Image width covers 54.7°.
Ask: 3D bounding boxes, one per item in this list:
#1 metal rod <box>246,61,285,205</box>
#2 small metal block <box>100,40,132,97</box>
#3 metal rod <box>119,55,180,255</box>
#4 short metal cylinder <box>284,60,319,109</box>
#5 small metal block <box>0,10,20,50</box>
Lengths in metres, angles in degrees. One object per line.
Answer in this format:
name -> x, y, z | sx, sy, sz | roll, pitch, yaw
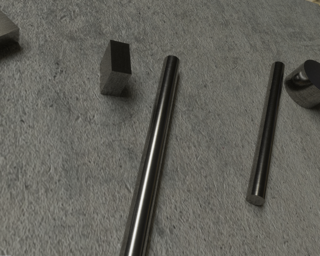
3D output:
metal rod -> 0.178, -0.011, 0.506 | 0.025, 0.025, 0.301 | 32, 52, -8
small metal block -> -0.059, -0.077, 0.403 | 0.025, 0.050, 0.050 | 7, 59, -25
metal rod -> -0.006, 0.018, 0.389 | 0.025, 0.025, 0.300 | 22, 53, -15
short metal cylinder -> 0.288, -0.084, 0.594 | 0.081, 0.050, 0.080 | 14, 56, -21
small metal block -> -0.205, -0.117, 0.365 | 0.050, 0.025, 0.050 | 44, 51, 2
